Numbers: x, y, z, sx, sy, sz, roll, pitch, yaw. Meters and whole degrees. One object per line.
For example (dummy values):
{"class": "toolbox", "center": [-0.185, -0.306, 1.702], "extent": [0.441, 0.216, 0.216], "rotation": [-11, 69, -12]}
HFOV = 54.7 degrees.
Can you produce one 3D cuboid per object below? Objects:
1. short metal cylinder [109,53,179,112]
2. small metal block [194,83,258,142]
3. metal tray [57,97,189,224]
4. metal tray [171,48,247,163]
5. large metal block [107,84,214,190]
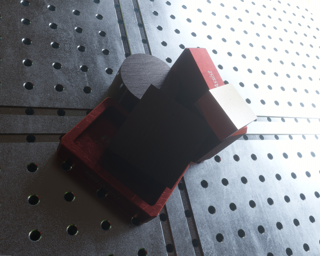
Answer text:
{"class": "short metal cylinder", "center": [-0.022, -0.052, 0.413], "extent": [0.081, 0.050, 0.080], "rotation": [14, 56, -21]}
{"class": "small metal block", "center": [0.073, -0.019, 0.340], "extent": [0.050, 0.025, 0.050], "rotation": [-22, 74, -48]}
{"class": "metal tray", "center": [-0.040, 0.035, 0.362], "extent": [0.130, 0.030, 0.090], "rotation": [40, 51, -1]}
{"class": "metal tray", "center": [0.051, -0.030, 0.414], "extent": [0.030, 0.090, 0.130], "rotation": [-10, 67, -33]}
{"class": "large metal block", "center": [-0.002, 0.009, 0.347], "extent": [0.080, 0.050, 0.080], "rotation": [35, 87, -6]}
